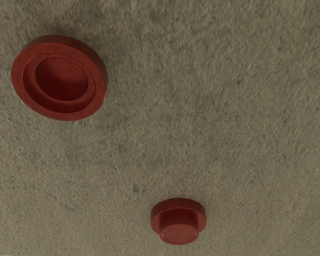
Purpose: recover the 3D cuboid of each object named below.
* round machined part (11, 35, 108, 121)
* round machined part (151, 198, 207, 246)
[{"bbox_3d":[-0.107,-0.058,0.345,0.099,0.042,0.097,-1,130,0],"label":"round machined part"},{"bbox_3d":[0.033,0.169,0.541,0.099,0.042,0.097,-1,130,0],"label":"round machined part"}]
